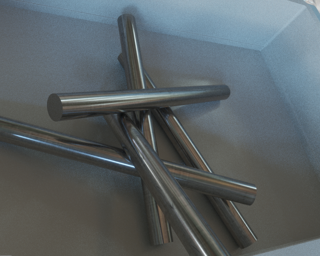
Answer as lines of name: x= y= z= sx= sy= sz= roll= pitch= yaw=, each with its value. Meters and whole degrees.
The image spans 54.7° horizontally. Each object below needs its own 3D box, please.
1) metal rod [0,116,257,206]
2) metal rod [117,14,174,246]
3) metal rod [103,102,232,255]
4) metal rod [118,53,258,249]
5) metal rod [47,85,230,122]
metal rod: x=-0.041 y=0.035 z=0.330 sx=0.302 sy=0.025 sz=0.025 roll=16 pitch=55 yaw=-7
metal rod: x=-0.022 y=-0.014 z=0.384 sx=0.025 sy=0.025 sz=0.299 roll=1 pitch=67 yaw=-28
metal rod: x=0.000 y=0.048 z=0.277 sx=0.025 sy=0.025 sz=0.300 roll=-4 pitch=35 yaw=-30
metal rod: x=0.030 y=0.018 z=0.411 sx=0.025 sy=0.025 sz=0.299 roll=-24 pitch=75 yaw=-37
metal rod: x=0.005 y=-0.038 z=0.386 sx=0.302 sy=0.025 sz=0.025 roll=-12 pitch=67 yaw=-49
